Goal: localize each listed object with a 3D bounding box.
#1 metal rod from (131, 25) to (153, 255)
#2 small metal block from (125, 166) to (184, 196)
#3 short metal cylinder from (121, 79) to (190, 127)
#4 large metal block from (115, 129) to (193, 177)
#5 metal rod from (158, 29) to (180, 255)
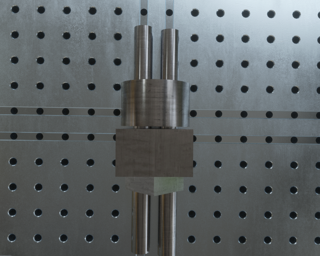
[{"bbox_3d":[-0.024,0.015,0.414,0.025,0.025,0.298,1,90,-1],"label":"metal rod"},{"bbox_3d":[-0.007,0.063,0.378,0.050,0.050,0.025,1,90,-45],"label":"small metal block"},{"bbox_3d":[-0.005,-0.027,0.365,0.081,0.080,0.050,1,90,-1],"label":"short metal cylinder"},{"bbox_3d":[-0.006,0.026,0.361,0.081,0.080,0.050,0,90,-1],"label":"large metal block"},{"bbox_3d":[0.012,0.020,0.415,0.025,0.025,0.298,1,90,-1],"label":"metal rod"}]
